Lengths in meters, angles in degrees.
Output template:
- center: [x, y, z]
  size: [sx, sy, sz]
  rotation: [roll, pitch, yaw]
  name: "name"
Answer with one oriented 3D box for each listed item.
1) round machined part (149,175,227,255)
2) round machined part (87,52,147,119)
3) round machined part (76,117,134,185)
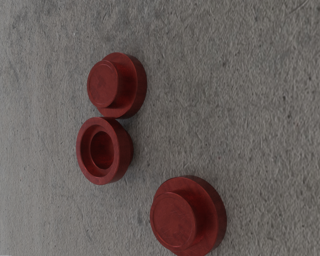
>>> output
- center: [0.026, 0.108, 0.372]
  size: [0.098, 0.042, 0.097]
  rotation: [0, 90, 40]
  name: "round machined part"
- center: [-0.069, -0.062, 0.451]
  size: [0.098, 0.042, 0.097]
  rotation: [0, 90, 40]
  name: "round machined part"
- center: [-0.077, 0.032, 0.456]
  size: [0.098, 0.042, 0.097]
  rotation: [2, 94, 40]
  name: "round machined part"
